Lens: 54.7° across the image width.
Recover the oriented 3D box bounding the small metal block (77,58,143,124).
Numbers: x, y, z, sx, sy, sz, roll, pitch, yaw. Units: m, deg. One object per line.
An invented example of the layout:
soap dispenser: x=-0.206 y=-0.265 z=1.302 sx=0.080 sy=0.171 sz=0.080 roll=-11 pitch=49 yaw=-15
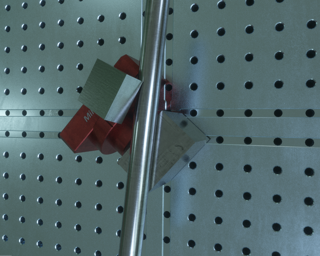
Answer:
small metal block: x=-0.053 y=-0.039 z=0.326 sx=0.050 sy=0.025 sz=0.050 roll=33 pitch=99 yaw=36

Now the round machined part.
round machined part: x=-0.035 y=-0.001 z=0.389 sx=0.042 sy=0.098 sz=0.098 roll=44 pitch=103 yaw=14

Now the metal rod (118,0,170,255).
metal rod: x=-0.018 y=0.011 z=0.333 sx=0.025 sy=0.025 sz=0.298 roll=7 pitch=92 yaw=19

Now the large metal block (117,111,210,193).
large metal block: x=0.007 y=0.027 z=0.377 sx=0.050 sy=0.080 sz=0.080 roll=45 pitch=104 yaw=14

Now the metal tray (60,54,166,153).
metal tray: x=-0.057 y=-0.027 z=0.397 sx=0.030 sy=0.090 sz=0.130 roll=45 pitch=104 yaw=14
